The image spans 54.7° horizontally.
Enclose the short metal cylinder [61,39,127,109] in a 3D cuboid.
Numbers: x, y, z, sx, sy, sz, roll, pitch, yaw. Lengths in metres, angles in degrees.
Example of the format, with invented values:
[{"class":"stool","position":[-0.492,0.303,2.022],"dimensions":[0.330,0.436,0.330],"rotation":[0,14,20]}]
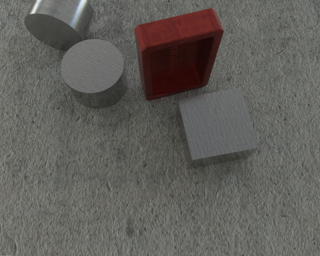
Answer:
[{"class":"short metal cylinder","position":[-0.087,-0.072,0.421],"dimensions":[0.081,0.050,0.080],"rotation":[0,70,0]}]

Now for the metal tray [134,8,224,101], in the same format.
[{"class":"metal tray","position":[0.020,-0.083,0.383],"dimensions":[0.091,0.130,0.030],"rotation":[-15,71,-5]}]

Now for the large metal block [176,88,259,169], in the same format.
[{"class":"large metal block","position":[0.069,0.002,0.395],"dimensions":[0.081,0.050,0.080],"rotation":[-10,70,-4]}]

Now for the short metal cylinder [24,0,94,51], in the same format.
[{"class":"short metal cylinder","position":[-0.139,-0.152,0.433],"dimensions":[0.080,0.080,0.050],"rotation":[13,71,4]}]
